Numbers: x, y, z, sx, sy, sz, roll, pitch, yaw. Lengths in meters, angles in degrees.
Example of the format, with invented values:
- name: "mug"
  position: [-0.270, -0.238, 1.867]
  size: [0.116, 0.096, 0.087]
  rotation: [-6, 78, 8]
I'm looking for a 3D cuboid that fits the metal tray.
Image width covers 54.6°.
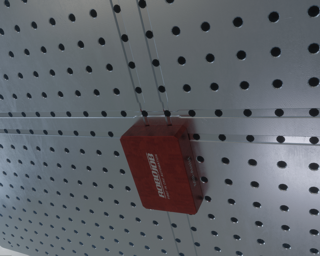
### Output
- name: "metal tray"
  position: [0.004, 0.061, 0.444]
  size: [0.090, 0.030, 0.129]
  rotation: [-1, 118, 29]
